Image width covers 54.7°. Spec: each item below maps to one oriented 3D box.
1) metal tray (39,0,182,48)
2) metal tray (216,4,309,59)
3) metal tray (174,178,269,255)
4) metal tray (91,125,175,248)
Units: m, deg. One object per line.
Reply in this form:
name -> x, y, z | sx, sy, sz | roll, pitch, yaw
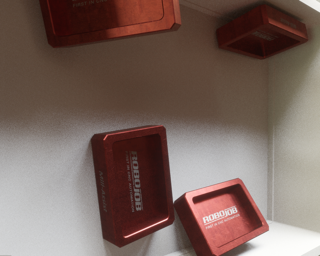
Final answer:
metal tray -> -0.051, -0.131, 0.296 | 0.030, 0.130, 0.089 | -46, 130, -70
metal tray -> 0.167, -0.150, 0.504 | 0.131, 0.090, 0.030 | 1, 78, -40
metal tray -> 0.092, 0.129, 0.453 | 0.131, 0.030, 0.090 | -5, 58, -40
metal tray -> -0.030, 0.066, 0.379 | 0.091, 0.030, 0.129 | -10, 97, -40
